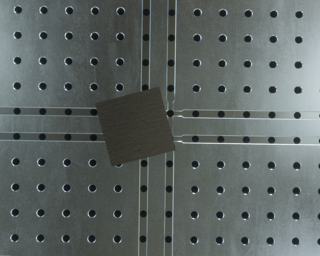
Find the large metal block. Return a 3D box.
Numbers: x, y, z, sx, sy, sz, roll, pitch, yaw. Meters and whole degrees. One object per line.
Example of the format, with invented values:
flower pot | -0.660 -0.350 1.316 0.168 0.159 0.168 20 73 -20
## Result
large metal block | -0.030 -0.002 0.401 0.080 0.050 0.080 -15 90 0
